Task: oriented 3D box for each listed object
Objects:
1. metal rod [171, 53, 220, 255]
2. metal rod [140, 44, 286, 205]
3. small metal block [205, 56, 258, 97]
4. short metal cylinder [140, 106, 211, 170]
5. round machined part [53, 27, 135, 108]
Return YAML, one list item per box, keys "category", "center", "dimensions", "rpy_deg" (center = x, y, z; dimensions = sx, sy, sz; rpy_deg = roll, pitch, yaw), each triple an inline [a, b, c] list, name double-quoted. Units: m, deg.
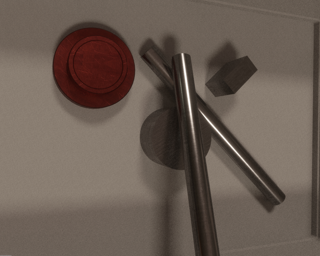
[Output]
- category: "metal rod"
  center: [0.041, 0.055, 0.344]
  dimensions: [0.025, 0.025, 0.299]
  rpy_deg: [0, 72, -20]
- category: "metal rod"
  center: [0.083, 0.005, 0.442]
  dimensions: [0.300, 0.025, 0.025]
  rpy_deg: [47, 75, -15]
- category: "small metal block"
  center: [0.099, -0.071, 0.435]
  dimensions: [0.050, 0.050, 0.025]
  rpy_deg: [-45, 105, -15]
- category: "short metal cylinder"
  center: [0.019, 0.012, 0.406]
  dimensions: [0.081, 0.050, 0.079]
  rpy_deg: [0, 90, -20]
- category: "round machined part"
  center: [-0.077, -0.073, 0.374]
  dimensions: [0.099, 0.042, 0.097]
  rpy_deg: [0, 90, -21]
